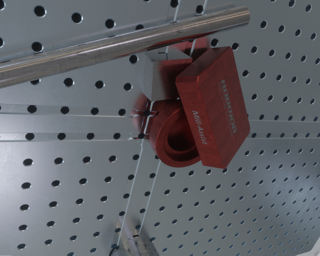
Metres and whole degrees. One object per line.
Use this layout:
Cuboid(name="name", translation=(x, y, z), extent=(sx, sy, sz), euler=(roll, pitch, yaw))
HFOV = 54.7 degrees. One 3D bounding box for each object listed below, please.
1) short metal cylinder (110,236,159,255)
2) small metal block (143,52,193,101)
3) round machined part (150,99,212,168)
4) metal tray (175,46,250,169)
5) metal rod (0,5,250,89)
Cuboid(name="short metal cylinder", translation=(-0.038, 0.229, 0.516), extent=(0.081, 0.050, 0.079), euler=(-14, 124, -21))
Cuboid(name="small metal block", translation=(0.009, -0.063, 0.377), extent=(0.050, 0.025, 0.050), euler=(-10, 123, -23))
Cuboid(name="round machined part", translation=(0.031, 0.002, 0.418), extent=(0.099, 0.042, 0.097), euler=(-14, 124, -21))
Cuboid(name="metal tray", translation=(0.072, -0.025, 0.391), extent=(0.090, 0.030, 0.129), euler=(-45, 126, -38))
Cuboid(name="metal rod", translation=(-0.033, -0.091, 0.336), extent=(0.302, 0.025, 0.025), euler=(-19, 126, -18))
